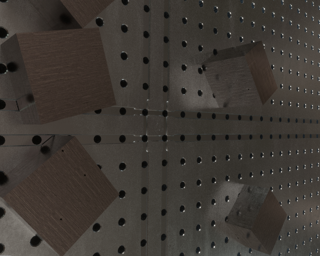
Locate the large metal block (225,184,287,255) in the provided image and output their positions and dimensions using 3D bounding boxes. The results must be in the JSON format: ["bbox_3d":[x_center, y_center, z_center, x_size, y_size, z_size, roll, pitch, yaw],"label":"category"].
[{"bbox_3d":[0.169,0.157,0.538,0.080,0.050,0.080,51,60,-28],"label":"large metal block"}]

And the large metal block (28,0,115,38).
[{"bbox_3d":[-0.092,-0.152,0.317,0.080,0.050,0.080,52,60,-28],"label":"large metal block"}]

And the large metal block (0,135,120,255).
[{"bbox_3d":[-0.102,0.064,0.309,0.080,0.050,0.080,-46,118,-30],"label":"large metal block"}]

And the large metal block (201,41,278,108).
[{"bbox_3d":[0.122,-0.080,0.478,0.050,0.080,0.080,-42,116,-32],"label":"large metal block"}]

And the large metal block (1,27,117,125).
[{"bbox_3d":[-0.099,-0.052,0.311,0.081,0.050,0.079,-20,103,-38],"label":"large metal block"}]
